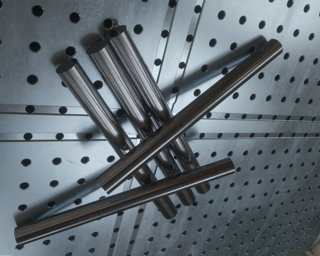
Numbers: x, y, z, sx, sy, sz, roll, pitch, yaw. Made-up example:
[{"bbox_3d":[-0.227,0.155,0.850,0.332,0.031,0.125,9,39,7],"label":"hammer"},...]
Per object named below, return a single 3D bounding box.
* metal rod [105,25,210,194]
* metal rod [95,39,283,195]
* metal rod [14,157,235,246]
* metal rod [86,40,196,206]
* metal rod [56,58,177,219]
[{"bbox_3d":[0.013,-0.001,0.419,0.025,0.025,0.299,-35,129,-5],"label":"metal rod"},{"bbox_3d":[0.046,-0.022,0.398,0.301,0.025,0.025,-38,130,-13],"label":"metal rod"},{"bbox_3d":[-0.040,0.097,0.424,0.302,0.025,0.025,-17,126,-9],"label":"metal rod"},{"bbox_3d":[-0.009,0.017,0.418,0.025,0.025,0.299,-34,129,-6],"label":"metal rod"},{"bbox_3d":[-0.040,0.037,0.414,0.025,0.025,0.299,-34,129,-6],"label":"metal rod"}]
